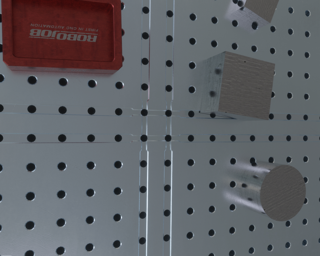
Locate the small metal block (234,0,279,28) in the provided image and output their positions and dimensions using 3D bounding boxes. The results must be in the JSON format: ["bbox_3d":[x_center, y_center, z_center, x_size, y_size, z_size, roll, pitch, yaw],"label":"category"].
[{"bbox_3d":[0.147,-0.188,0.466,0.050,0.025,0.050,24,82,-19],"label":"small metal block"}]

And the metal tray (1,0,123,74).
[{"bbox_3d":[-0.113,-0.113,0.367,0.131,0.030,0.089,-2,91,-20],"label":"metal tray"}]

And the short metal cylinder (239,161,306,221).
[{"bbox_3d":[0.166,0.092,0.461,0.081,0.050,0.080,0,90,-20],"label":"short metal cylinder"}]

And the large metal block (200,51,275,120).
[{"bbox_3d":[0.109,-0.056,0.439,0.081,0.050,0.080,9,87,-20],"label":"large metal block"}]
